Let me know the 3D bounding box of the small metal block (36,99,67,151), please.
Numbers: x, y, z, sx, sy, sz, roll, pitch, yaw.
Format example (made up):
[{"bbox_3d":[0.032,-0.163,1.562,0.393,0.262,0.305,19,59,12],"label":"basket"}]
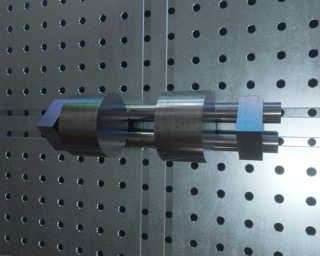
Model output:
[{"bbox_3d":[-0.133,-0.004,0.422,0.025,0.050,0.050,1,48,20],"label":"small metal block"}]

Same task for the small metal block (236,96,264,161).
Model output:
[{"bbox_3d":[0.100,0.001,0.340,0.025,0.050,0.050,1,49,20],"label":"small metal block"}]

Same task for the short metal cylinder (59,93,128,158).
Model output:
[{"bbox_3d":[-0.080,-0.004,0.388,0.050,0.080,0.079,1,90,20],"label":"short metal cylinder"}]

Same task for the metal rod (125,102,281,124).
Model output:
[{"bbox_3d":[0.000,-0.020,0.413,0.301,0.025,0.025,1,91,19],"label":"metal rod"}]

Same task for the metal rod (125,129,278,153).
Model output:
[{"bbox_3d":[-0.003,0.015,0.414,0.301,0.025,0.025,1,91,19],"label":"metal rod"}]

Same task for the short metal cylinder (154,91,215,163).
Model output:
[{"bbox_3d":[0.031,-0.002,0.349,0.050,0.080,0.079,1,90,20],"label":"short metal cylinder"}]
